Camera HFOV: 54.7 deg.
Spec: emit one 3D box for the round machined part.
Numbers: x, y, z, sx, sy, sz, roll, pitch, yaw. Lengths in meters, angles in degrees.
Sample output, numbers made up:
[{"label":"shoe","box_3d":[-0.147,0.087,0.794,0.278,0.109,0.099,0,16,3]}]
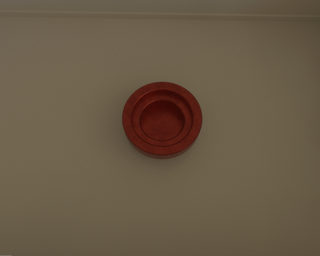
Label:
[{"label":"round machined part","box_3d":[0.003,-0.007,0.399,0.099,0.042,0.098,0,70,-1]}]
